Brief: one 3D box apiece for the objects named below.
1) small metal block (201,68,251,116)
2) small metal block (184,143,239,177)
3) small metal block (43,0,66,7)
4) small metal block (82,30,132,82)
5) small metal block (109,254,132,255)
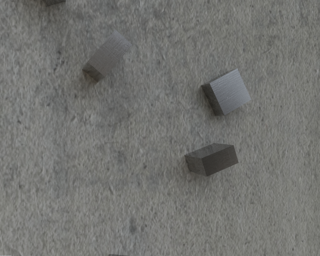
[{"bbox_3d":[0.095,-0.051,0.446,0.050,0.025,0.050,-30,100,-18],"label":"small metal block"},{"bbox_3d":[0.069,0.042,0.423,0.050,0.050,0.025,-20,97,-19],"label":"small metal block"},{"bbox_3d":[-0.127,-0.173,0.349,0.025,0.050,0.050,-26,99,-18],"label":"small metal block"},{"bbox_3d":[-0.065,-0.085,0.372,0.025,0.050,0.050,41,77,-16],"label":"small metal block"},{"bbox_3d":[-0.044,0.192,0.394,0.050,0.025,0.050,14,85,-20],"label":"small metal block"}]
